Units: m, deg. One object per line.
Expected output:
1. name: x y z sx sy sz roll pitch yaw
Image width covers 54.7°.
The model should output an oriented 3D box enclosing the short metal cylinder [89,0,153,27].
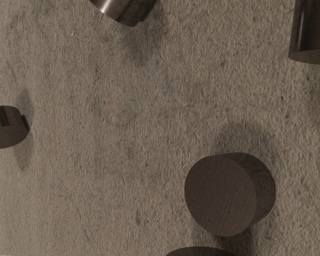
1. short metal cylinder: -0.051 -0.180 0.409 0.050 0.081 0.080 -49 61 29

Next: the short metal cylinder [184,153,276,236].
1. short metal cylinder: 0.073 0.067 0.327 0.080 0.050 0.079 0 90 39

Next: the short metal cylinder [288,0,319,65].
1. short metal cylinder: 0.148 -0.080 0.246 0.080 0.081 0.050 10 96 39

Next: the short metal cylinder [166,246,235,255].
1. short metal cylinder: 0.044 0.167 0.331 0.080 0.081 0.050 -2 89 39

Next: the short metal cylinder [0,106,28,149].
1. short metal cylinder: -0.318 -0.001 0.627 0.080 0.081 0.050 -45 63 30
